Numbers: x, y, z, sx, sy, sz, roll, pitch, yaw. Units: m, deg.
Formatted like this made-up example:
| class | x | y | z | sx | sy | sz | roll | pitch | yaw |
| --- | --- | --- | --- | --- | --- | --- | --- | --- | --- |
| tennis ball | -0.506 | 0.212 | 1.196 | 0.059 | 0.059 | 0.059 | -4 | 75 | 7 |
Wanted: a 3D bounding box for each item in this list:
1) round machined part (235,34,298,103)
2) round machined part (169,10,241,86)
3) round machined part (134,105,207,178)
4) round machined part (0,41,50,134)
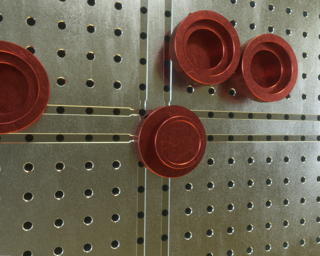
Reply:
| class | x | y | z | sx | sy | sz | roll | pitch | yaw |
| --- | --- | --- | --- | --- | --- | --- | --- | --- | --- |
| round machined part | 0.152 | -0.086 | 0.461 | 0.099 | 0.042 | 0.097 | 0 | 90 | -21 |
| round machined part | 0.058 | -0.106 | 0.426 | 0.099 | 0.042 | 0.097 | 0 | 90 | -21 |
| round machined part | 0.019 | 0.018 | 0.412 | 0.099 | 0.042 | 0.097 | 0 | 90 | -21 |
| round machined part | -0.173 | -0.042 | 0.340 | 0.099 | 0.042 | 0.097 | 0 | 90 | -21 |
